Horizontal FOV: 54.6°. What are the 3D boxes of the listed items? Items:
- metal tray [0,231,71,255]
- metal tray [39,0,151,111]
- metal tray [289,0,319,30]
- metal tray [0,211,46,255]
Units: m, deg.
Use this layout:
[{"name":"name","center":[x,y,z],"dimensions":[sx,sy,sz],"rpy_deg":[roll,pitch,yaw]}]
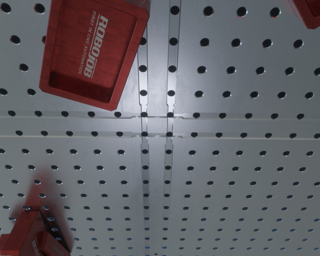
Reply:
[{"name":"metal tray","center":[-0.238,0.241,0.597],"dimensions":[0.090,0.030,0.129],"rpy_deg":[-6,139,4]},{"name":"metal tray","center":[-0.073,-0.086,0.334],"dimensions":[0.091,0.030,0.129],"rpy_deg":[16,128,-13]},{"name":"metal tray","center":[0.172,-0.162,0.271],"dimensions":[0.130,0.030,0.090],"rpy_deg":[-32,124,24]},{"name":"metal tray","center":[-0.227,0.222,0.543],"dimensions":[0.030,0.090,0.129],"rpy_deg":[-1,122,2]}]
